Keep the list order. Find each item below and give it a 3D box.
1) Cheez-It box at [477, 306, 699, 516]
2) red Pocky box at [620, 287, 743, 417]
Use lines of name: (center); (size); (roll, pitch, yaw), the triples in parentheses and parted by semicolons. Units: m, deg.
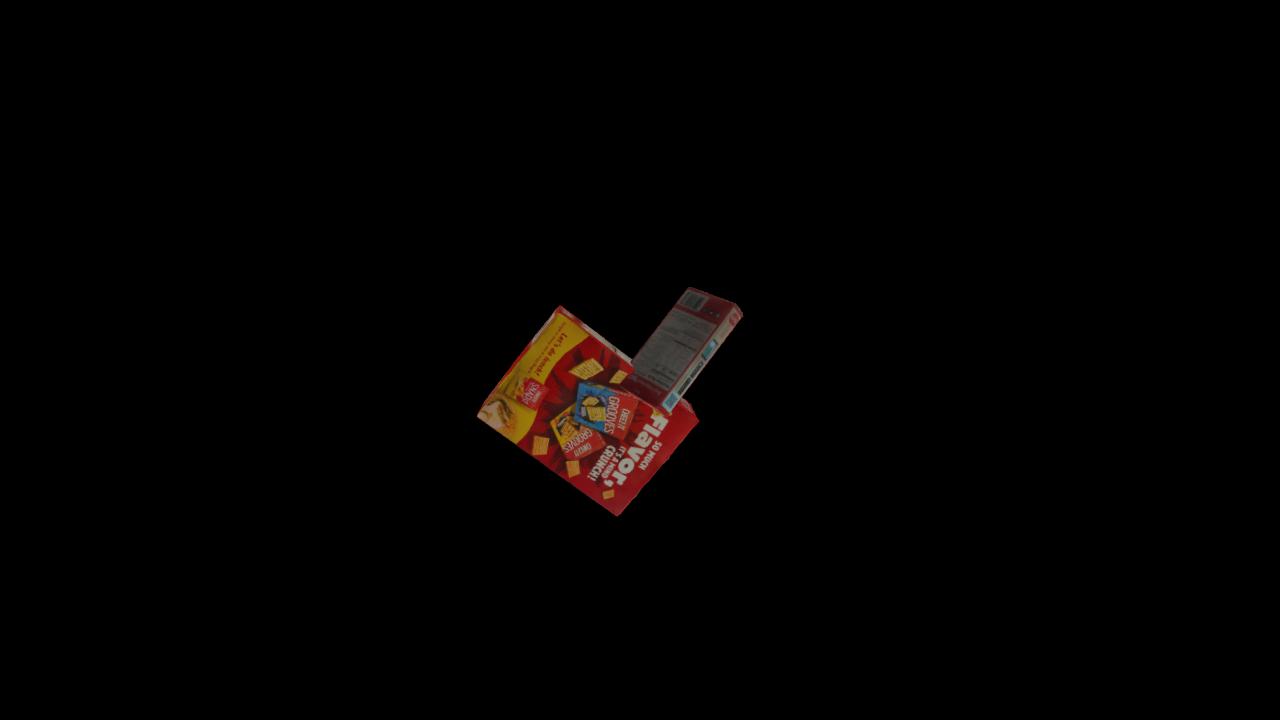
Cheez-It box: (-0.062, 0.064, 0.769); (0.223, 0.166, 0.071); (37, 9, -11)
red Pocky box: (0.046, -0.013, 0.732); (0.083, 0.155, 0.028); (29, -13, 44)
